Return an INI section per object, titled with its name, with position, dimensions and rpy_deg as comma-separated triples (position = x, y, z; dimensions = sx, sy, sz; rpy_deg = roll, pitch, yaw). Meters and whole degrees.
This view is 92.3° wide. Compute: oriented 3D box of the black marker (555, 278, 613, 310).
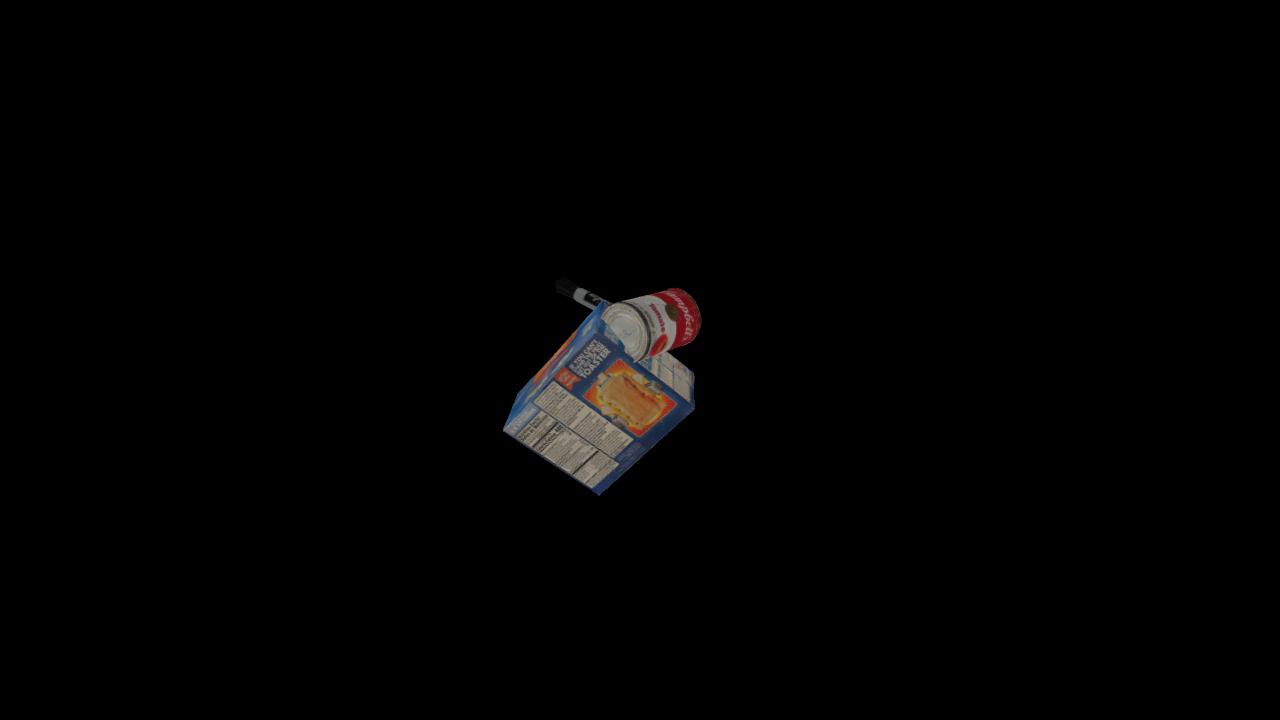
[black marker]
position = -0.047, -0.063, 0.714
dimensions = 0.121, 0.020, 0.020
rpy_deg = 28, 6, 12

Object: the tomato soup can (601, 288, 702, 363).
[tomato soup can]
position = 0.011, -0.038, 0.668
dimensions = 0.068, 0.068, 0.101
rpy_deg = 0, 13, 39

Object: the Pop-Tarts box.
[Pop-Tarts box]
position = -0.044, 0.046, 0.698
dimensions = 0.141, 0.167, 0.083
rpy_deg = 37, 23, -17
